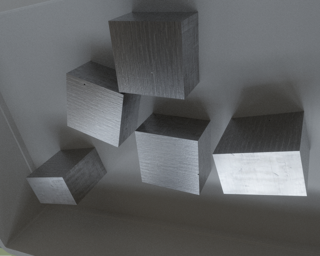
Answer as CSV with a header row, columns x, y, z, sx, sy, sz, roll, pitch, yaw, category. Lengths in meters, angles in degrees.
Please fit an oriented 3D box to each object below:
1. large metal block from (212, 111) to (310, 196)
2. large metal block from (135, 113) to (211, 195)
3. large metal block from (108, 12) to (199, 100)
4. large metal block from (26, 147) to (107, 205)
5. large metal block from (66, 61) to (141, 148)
x,y,z,sx,sy,sz,roll,pitch,yaw,category
0.111,0.026,0.330,0.080,0.080,0.050,-5,116,30,large metal block
0.020,0.032,0.401,0.080,0.050,0.079,8,122,23,large metal block
-0.003,-0.082,0.342,0.080,0.050,0.079,9,122,23,large metal block
-0.147,0.075,0.495,0.080,0.080,0.050,-6,116,30,large metal block
-0.074,-0.033,0.410,0.080,0.050,0.079,22,126,15,large metal block
